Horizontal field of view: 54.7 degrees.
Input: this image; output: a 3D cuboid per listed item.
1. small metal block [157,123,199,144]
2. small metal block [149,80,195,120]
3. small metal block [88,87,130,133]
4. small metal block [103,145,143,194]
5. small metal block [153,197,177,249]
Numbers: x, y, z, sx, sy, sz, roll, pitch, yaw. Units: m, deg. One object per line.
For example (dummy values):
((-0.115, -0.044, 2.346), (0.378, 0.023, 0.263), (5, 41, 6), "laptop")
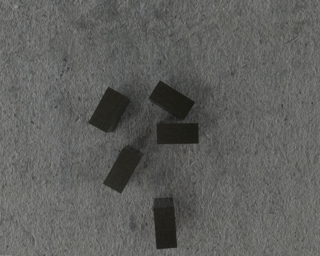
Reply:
((0.021, 0.007, 0.398), (0.050, 0.050, 0.025), (-1, 90, 0), "small metal block")
((0.015, -0.034, 0.397), (0.050, 0.050, 0.025), (32, 90, 0), "small metal block")
((-0.063, -0.022, 0.397), (0.025, 0.050, 0.050), (29, 90, 0), "small metal block")
((-0.045, 0.051, 0.397), (0.025, 0.050, 0.050), (29, 90, 0), "small metal block")
((0.006, 0.120, 0.397), (0.025, 0.050, 0.050), (-4, 90, 0), "small metal block")
